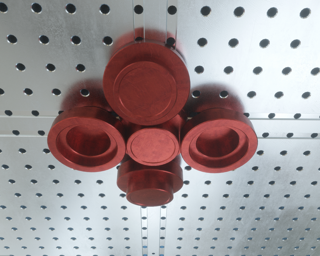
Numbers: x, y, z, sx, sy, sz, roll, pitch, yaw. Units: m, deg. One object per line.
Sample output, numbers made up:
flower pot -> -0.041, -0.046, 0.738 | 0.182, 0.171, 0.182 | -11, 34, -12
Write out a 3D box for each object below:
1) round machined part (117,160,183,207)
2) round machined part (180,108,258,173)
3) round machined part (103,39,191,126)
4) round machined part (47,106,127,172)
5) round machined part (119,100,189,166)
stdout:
round machined part -> -0.015, 0.085, 0.457 | 0.099, 0.042, 0.098 | 0, 145, 0
round machined part -> 0.075, 0.012, 0.412 | 0.099, 0.042, 0.097 | -1, 130, 0
round machined part -> -0.015, -0.046, 0.346 | 0.099, 0.042, 0.097 | 0, 116, 1
round machined part -> -0.092, 0.011, 0.408 | 0.099, 0.042, 0.097 | -1, 130, 0
round machined part -> -0.009, 0.012, 0.410 | 0.099, 0.042, 0.097 | -1, 130, 0
